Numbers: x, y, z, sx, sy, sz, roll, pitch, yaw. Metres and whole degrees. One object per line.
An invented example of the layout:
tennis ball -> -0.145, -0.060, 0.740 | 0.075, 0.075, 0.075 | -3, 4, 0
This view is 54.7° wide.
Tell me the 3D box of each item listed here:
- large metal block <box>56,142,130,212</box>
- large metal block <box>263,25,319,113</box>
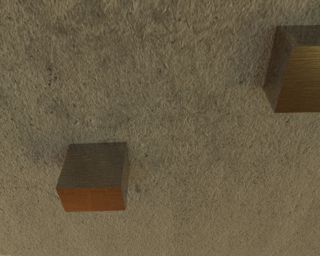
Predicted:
large metal block -> -0.087, 0.066, 0.426 | 0.080, 0.080, 0.050 | -2, 130, 1
large metal block -> 0.167, -0.064, 0.338 | 0.080, 0.050, 0.079 | -1, 130, 0
